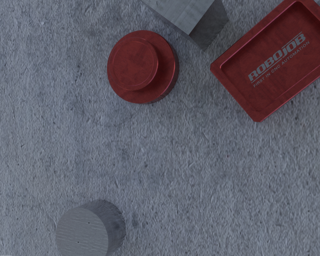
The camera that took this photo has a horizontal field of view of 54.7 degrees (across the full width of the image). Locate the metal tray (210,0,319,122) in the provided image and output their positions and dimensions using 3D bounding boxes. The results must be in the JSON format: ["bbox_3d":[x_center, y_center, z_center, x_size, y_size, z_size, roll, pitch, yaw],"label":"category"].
[{"bbox_3d":[0.136,-0.079,0.358,0.130,0.030,0.090,-41,78,15],"label":"metal tray"}]

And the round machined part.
[{"bbox_3d":[-0.027,-0.081,0.410,0.098,0.042,0.097,0,90,20],"label":"round machined part"}]

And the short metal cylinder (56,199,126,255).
[{"bbox_3d":[-0.095,0.144,0.429,0.080,0.050,0.080,0,90,20],"label":"short metal cylinder"}]

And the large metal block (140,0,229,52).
[{"bbox_3d":[0.030,-0.143,0.369,0.080,0.080,0.050,41,103,15],"label":"large metal block"}]
